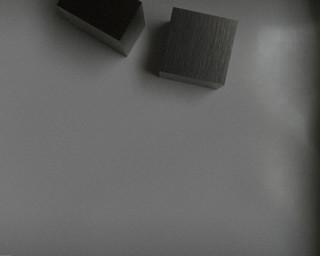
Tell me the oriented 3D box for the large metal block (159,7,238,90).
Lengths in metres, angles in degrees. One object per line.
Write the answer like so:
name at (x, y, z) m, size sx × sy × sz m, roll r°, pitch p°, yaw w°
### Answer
large metal block at (0.047, -0.099, 0.399) m, size 0.080 × 0.050 × 0.080 m, roll 12°, pitch 90°, yaw 0°

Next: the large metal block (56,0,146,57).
large metal block at (-0.067, -0.138, 0.383) m, size 0.080 × 0.080 × 0.050 m, roll 30°, pitch 90°, yaw 0°
